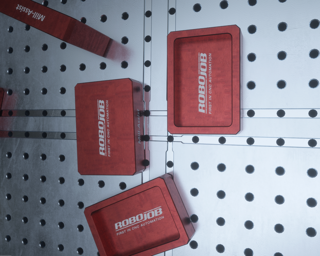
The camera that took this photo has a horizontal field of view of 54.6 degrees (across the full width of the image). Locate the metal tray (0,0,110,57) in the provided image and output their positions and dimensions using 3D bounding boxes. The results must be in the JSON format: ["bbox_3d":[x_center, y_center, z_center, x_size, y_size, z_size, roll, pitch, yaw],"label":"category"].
[{"bbox_3d":[-0.147,-0.144,0.430,0.130,0.090,0.030,27,99,18],"label":"metal tray"}]

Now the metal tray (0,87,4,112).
[{"bbox_3d":[-0.334,-0.038,0.529,0.130,0.030,0.090,15,95,19],"label":"metal tray"}]

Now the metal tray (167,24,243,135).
[{"bbox_3d":[0.056,-0.057,0.390,0.090,0.030,0.129,0,90,20],"label":"metal tray"}]

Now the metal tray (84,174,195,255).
[{"bbox_3d":[-0.030,0.127,0.420,0.130,0.030,0.090,-26,82,18],"label":"metal tray"}]

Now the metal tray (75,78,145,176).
[{"bbox_3d":[-0.071,0.000,0.436,0.090,0.030,0.129,-3,89,20],"label":"metal tray"}]
